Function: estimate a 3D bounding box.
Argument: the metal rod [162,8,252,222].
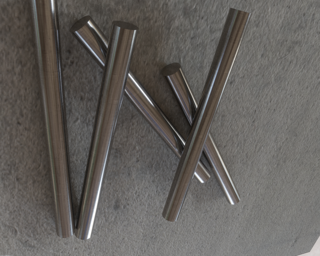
[{"bbox_3d":[0.053,0.001,0.404,0.025,0.025,0.298,1,118,-30],"label":"metal rod"}]

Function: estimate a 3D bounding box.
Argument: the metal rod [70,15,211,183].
[{"bbox_3d":[-0.004,-0.013,0.397,0.025,0.025,0.300,-40,130,-1],"label":"metal rod"}]

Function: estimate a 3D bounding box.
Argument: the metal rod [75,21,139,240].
[{"bbox_3d":[-0.071,0.026,0.365,0.025,0.025,0.298,-1,125,-28],"label":"metal rod"}]

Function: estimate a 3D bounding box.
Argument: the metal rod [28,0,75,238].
[{"bbox_3d":[-0.117,0.012,0.350,0.025,0.025,0.298,-9,123,-24],"label":"metal rod"}]

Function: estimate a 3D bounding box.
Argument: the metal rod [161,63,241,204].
[{"bbox_3d":[0.073,0.028,0.466,0.025,0.025,0.299,-35,129,-5],"label":"metal rod"}]
